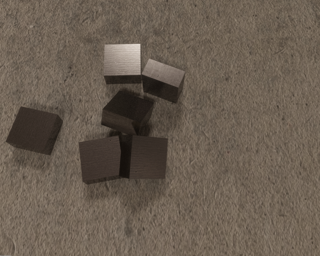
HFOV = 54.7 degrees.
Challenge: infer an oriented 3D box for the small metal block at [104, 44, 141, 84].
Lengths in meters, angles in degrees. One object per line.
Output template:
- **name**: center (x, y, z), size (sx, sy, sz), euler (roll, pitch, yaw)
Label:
- **small metal block**: center (-0.052, -0.091, 0.441), size (0.050, 0.025, 0.050), euler (-2, 70, -1)

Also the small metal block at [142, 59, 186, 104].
- **small metal block**: center (0.005, -0.062, 0.418), size (0.050, 0.050, 0.025), euler (21, 72, 7)

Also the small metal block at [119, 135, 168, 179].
- **small metal block**: center (-0.020, 0.035, 0.376), size (0.050, 0.025, 0.050), euler (7, 85, -35)

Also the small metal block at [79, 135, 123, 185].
- **small metal block**: center (-0.073, 0.041, 0.392), size (0.050, 0.025, 0.050), euler (-10, 70, -4)

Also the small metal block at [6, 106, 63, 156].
- **small metal block**: center (-0.163, 0.004, 0.405), size (0.050, 0.025, 0.050), euler (13, 70, 4)

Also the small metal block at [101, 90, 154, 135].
- **small metal block**: center (-0.041, -0.019, 0.402), size (0.050, 0.025, 0.050), euler (20, 38, 7)
